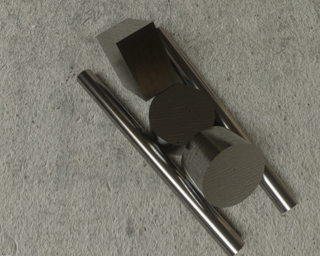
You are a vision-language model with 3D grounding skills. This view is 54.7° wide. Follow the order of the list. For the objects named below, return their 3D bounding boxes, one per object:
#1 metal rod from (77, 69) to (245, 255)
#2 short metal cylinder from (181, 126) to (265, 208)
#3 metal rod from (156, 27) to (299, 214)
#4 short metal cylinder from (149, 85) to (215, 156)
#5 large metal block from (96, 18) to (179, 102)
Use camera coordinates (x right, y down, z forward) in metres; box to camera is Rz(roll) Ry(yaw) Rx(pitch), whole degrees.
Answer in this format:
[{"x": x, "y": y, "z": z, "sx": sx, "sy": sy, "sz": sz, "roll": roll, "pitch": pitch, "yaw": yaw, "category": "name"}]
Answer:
[{"x": -0.009, "y": 0.034, "z": 0.396, "sx": 0.025, "sy": 0.025, "sz": 0.300, "roll": -39, "pitch": 75, "yaw": -13, "category": "metal rod"}, {"x": 0.072, "y": 0.044, "z": 0.358, "sx": 0.080, "sy": 0.080, "sz": 0.050, "roll": -30, "pitch": 31, "yaw": -10, "category": "short metal cylinder"}, {"x": 0.076, "y": -0.022, "z": 0.417, "sx": 0.025, "sy": 0.025, "sz": 0.299, "roll": -31, "pitch": 73, "yaw": -11, "category": "metal rod"}, {"x": 0.026, "y": -0.008, "z": 0.399, "sx": 0.081, "sy": 0.050, "sz": 0.080, "roll": 0, "pitch": 70, "yaw": 0, "category": "short metal cylinder"}, {"x": -0.030, "y": -0.090, "z": 0.396, "sx": 0.050, "sy": 0.080, "sz": 0.080, "roll": -35, "pitch": 32, "yaw": -12, "category": "large metal block"}]
